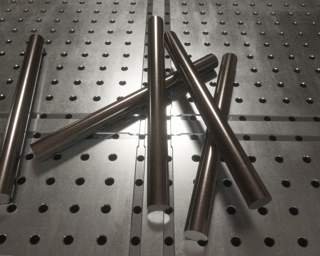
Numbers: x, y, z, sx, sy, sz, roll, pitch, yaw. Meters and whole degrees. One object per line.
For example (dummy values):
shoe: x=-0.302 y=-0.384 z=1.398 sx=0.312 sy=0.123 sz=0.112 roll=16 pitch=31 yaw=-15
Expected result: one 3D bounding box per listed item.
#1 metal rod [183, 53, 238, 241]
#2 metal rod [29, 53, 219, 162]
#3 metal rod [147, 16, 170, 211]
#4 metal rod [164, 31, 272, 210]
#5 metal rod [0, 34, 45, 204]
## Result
metal rod: x=0.075 y=-0.001 z=0.409 sx=0.025 sy=0.025 sz=0.300 roll=12 pitch=51 yaw=9
metal rod: x=-0.034 y=-0.039 z=0.439 sx=0.302 sy=0.025 sz=0.025 roll=-30 pitch=57 yaw=-24
metal rod: x=-0.004 y=-0.041 z=0.414 sx=0.025 sy=0.025 sz=0.299 roll=-1 pitch=58 yaw=-1
metal rod: x=0.058 y=-0.034 z=0.403 sx=0.025 sy=0.025 sz=0.300 roll=-13 pitch=51 yaw=-11
metal rod: x=-0.194 y=-0.036 z=0.435 sx=0.025 sy=0.025 sz=0.300 roll=-5 pitch=50 yaw=-5
